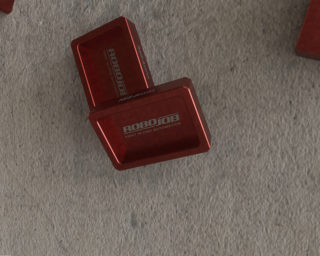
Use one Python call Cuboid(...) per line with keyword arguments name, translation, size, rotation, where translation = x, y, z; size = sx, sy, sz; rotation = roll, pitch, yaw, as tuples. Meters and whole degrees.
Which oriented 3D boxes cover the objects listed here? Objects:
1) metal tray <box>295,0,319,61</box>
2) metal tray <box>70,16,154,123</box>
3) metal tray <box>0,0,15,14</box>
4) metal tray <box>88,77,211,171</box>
Cuboid(name="metal tray", translation=(0.211, -0.135, 0.332), size=(0.090, 0.030, 0.129), rotation=(18, 96, 18))
Cuboid(name="metal tray", translation=(-0.062, -0.074, 0.427), size=(0.090, 0.030, 0.129), rotation=(-20, 84, 18))
Cuboid(name="metal tray", translation=(-0.291, -0.250, 0.507), size=(0.130, 0.030, 0.089), rotation=(22, 97, 18))
Cuboid(name="metal tray", translation=(-0.012, -0.001, 0.386), size=(0.130, 0.030, 0.090), rotation=(-14, 116, 18))
